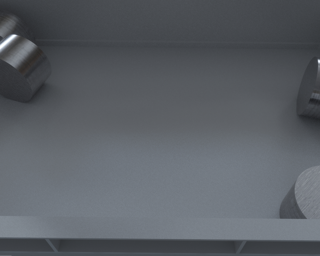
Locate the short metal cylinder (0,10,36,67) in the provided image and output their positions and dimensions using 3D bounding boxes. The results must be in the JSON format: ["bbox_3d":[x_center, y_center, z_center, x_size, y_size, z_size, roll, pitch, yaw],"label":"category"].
[{"bbox_3d":[-0.243,-0.133,0.478,0.080,0.080,0.050,11,51,8],"label":"short metal cylinder"}]

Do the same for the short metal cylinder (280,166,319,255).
[{"bbox_3d":[0.172,0.086,0.319,0.081,0.050,0.080,0,50,0],"label":"short metal cylinder"}]

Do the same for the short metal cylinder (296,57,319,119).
[{"bbox_3d":[0.223,-0.051,0.415,0.050,0.080,0.080,13,51,10],"label":"short metal cylinder"}]

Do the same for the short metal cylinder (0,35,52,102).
[{"bbox_3d":[-0.203,-0.083,0.436,0.080,0.080,0.050,14,52,11],"label":"short metal cylinder"}]
